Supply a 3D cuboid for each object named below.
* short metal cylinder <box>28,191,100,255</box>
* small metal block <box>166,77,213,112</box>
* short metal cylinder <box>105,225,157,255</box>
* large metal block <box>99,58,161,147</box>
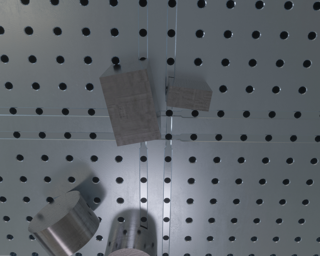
[{"bbox_3d":[-0.133,0.133,0.432,0.080,0.080,0.050,-26,108,9],"label":"short metal cylinder"},{"bbox_3d":[0.034,-0.043,0.385,0.050,0.050,0.025,8,110,-3],"label":"small metal block"},{"bbox_3d":[-0.044,0.198,0.473,0.081,0.050,0.079,0,110,0],"label":"short metal cylinder"},{"bbox_3d":[-0.031,-0.034,0.371,0.050,0.080,0.079,-10,110,4],"label":"large metal block"}]
